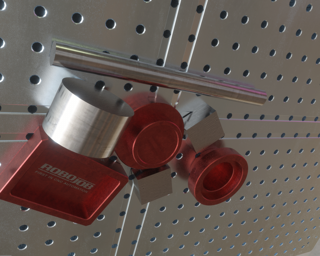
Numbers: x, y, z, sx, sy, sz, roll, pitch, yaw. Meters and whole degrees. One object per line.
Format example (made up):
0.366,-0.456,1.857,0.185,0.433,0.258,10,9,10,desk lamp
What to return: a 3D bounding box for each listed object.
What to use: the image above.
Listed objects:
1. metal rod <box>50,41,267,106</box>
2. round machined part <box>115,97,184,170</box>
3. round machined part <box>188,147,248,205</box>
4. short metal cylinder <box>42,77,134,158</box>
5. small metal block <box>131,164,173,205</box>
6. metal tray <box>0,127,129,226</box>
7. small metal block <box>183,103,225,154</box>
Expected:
0.022,-0.060,0.385,0.302,0.025,0.025,6,115,-31,metal rod
-0.011,0.013,0.401,0.099,0.042,0.097,-13,121,-22,round machined part
0.087,0.071,0.492,0.099,0.042,0.097,-14,124,-21,round machined part
-0.075,-0.012,0.327,0.080,0.080,0.050,19,108,-36,short metal cylinder
-0.011,0.078,0.454,0.050,0.025,0.050,-18,126,-18,small metal block
-0.115,0.065,0.384,0.090,0.030,0.130,-49,129,7,metal tray
0.060,0.001,0.445,0.050,0.025,0.050,-33,129,-7,small metal block
